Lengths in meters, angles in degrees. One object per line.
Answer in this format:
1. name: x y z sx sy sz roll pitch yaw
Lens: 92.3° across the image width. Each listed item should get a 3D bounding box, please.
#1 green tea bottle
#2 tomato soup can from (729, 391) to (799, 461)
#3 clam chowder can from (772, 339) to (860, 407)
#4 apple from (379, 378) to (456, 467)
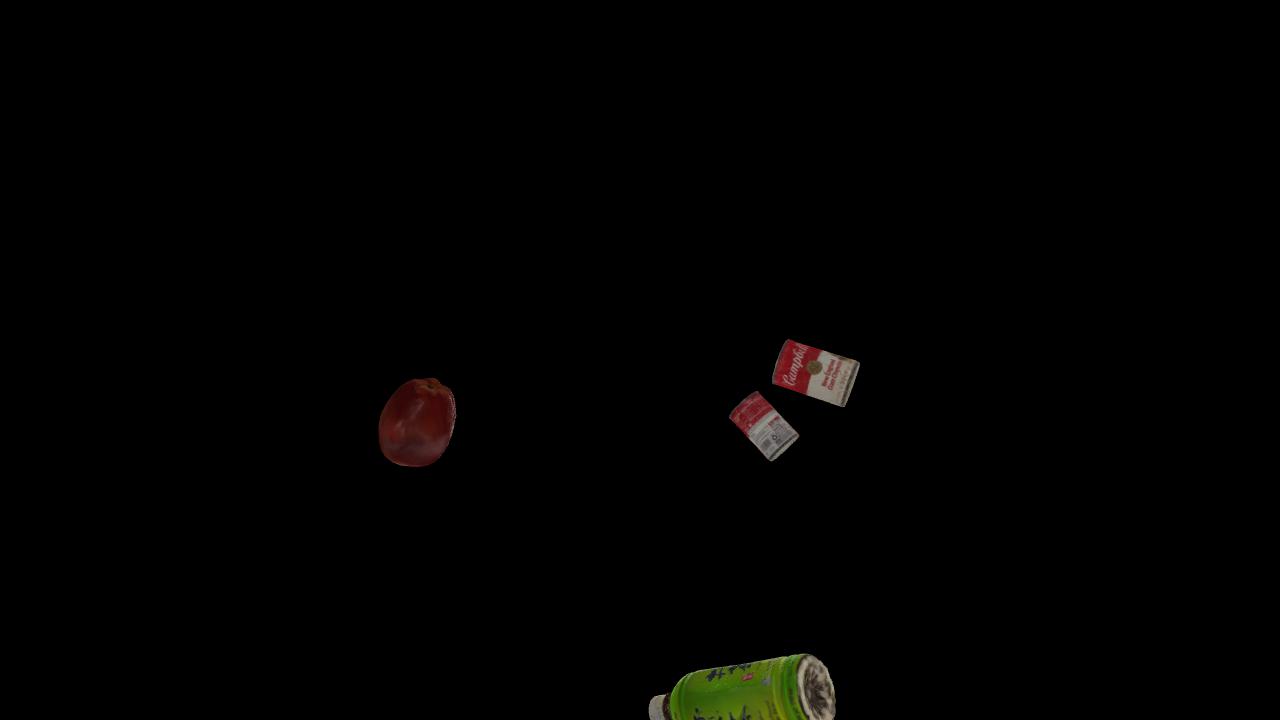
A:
1. green tea bottle: 0.095 0.357 0.640 0.212 0.073 0.073 -32 -20 34
2. tomato soup can: 0.208 0.111 1.029 0.101 0.068 0.068 48 21 21
3. clam chowder can: 0.243 0.018 0.851 0.102 0.068 0.068 20 7 21
4. apple: -0.230 0.066 0.637 0.079 0.093 0.079 27 16 -8
